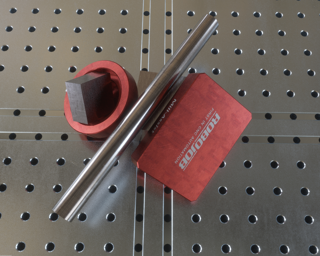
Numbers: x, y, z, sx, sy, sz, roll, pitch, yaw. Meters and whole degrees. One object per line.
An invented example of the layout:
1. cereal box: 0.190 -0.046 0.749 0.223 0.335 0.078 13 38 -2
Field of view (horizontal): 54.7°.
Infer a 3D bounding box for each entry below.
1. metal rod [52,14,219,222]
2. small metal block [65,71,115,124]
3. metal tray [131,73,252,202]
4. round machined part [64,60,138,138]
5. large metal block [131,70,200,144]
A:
1. metal rod: -0.018 -0.025 0.367 0.025 0.025 0.300 33 73 11
2. small metal block: -0.084 -0.039 0.382 0.025 0.050 0.050 12 30 31
3. metal tray: 0.039 0.011 0.370 0.090 0.030 0.130 36 86 -21
4. round machined part: -0.071 -0.034 0.400 0.098 0.042 0.098 -7 71 23
5. large metal block: 0.008 -0.023 0.406 0.080 0.050 0.080 9 70 3
